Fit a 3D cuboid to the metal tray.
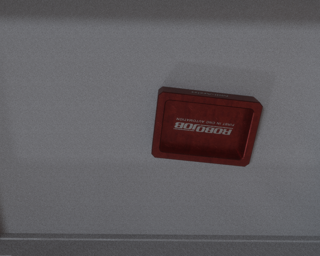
[{"bbox_3d":[0.058,-0.001,0.408,0.131,0.030,0.089,6,110,-3],"label":"metal tray"}]
